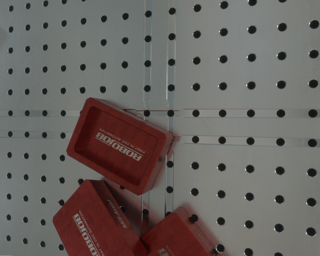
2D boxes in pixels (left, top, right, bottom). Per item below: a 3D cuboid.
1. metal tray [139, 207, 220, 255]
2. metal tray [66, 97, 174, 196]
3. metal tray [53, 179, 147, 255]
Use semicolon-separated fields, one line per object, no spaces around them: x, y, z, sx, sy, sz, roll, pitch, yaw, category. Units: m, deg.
0.031;0.181;0.399;0.090;0.030;0.130;-42;77;15;metal tray
-0.058;0.023;0.430;0.130;0.030;0.090;26;98;18;metal tray
-0.086;0.146;0.422;0.090;0.030;0.130;-48;58;13;metal tray
